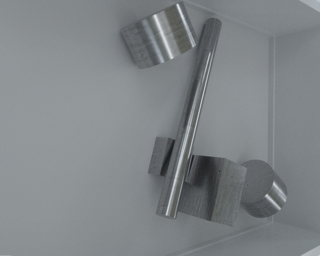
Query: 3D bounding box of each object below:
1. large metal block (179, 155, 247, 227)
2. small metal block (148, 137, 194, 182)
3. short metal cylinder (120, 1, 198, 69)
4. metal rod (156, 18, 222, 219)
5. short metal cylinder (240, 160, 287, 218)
[{"bbox_3d":[0.064,0.083,0.427,0.050,0.080,0.080,26,74,-38],"label":"large metal block"},{"bbox_3d":[0.016,0.043,0.422,0.050,0.025,0.050,22,76,-38],"label":"small metal block"},{"bbox_3d":[-0.001,-0.111,0.372,0.080,0.080,0.050,-39,114,-33],"label":"short metal cylinder"},{"bbox_3d":[0.045,-0.029,0.422,0.025,0.025,0.299,33,62,-36],"label":"metal rod"},{"bbox_3d":[0.158,0.099,0.507,0.050,0.080,0.080,44,63,-32],"label":"short metal cylinder"}]
